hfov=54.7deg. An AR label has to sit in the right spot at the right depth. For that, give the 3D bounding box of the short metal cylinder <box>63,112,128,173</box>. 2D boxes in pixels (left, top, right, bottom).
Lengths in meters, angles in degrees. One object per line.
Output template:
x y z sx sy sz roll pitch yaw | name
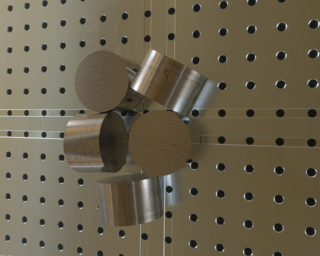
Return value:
-0.083 0.019 0.413 0.050 0.080 0.080 -2 89 19 | short metal cylinder

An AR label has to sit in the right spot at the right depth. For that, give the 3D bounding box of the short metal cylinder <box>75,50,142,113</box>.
-0.068 -0.060 0.423 0.080 0.050 0.079 0 90 21 | short metal cylinder

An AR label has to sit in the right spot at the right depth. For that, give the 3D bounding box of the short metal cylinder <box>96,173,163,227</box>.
-0.038 0.089 0.396 0.080 0.080 0.050 -7 88 20 | short metal cylinder

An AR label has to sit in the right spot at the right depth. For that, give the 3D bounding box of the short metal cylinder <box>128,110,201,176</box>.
0.007 0.018 0.397 0.080 0.050 0.079 0 91 19 | short metal cylinder

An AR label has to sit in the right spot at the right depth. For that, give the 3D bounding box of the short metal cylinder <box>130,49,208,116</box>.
0.011 -0.056 0.379 0.080 0.080 0.050 30 99 17 | short metal cylinder
